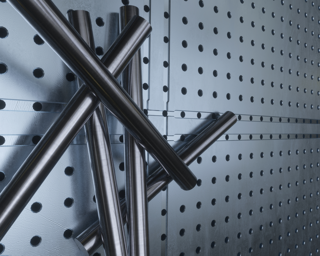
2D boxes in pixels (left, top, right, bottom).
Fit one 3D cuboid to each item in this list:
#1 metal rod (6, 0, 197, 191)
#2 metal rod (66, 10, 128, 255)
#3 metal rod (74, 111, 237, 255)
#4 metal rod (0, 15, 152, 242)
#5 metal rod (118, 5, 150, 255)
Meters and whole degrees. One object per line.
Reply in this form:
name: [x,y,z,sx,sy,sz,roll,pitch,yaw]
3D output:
metal rod: [-0.033,-0.015,0.314,0.300,0.025,0.025,51,59,-41]
metal rod: [-0.065,0.024,0.335,0.025,0.025,0.298,-9,90,-40]
metal rod: [0.015,0.057,0.423,0.302,0.025,0.025,-36,113,-34]
metal rod: [-0.098,0.011,0.297,0.025,0.025,0.300,42,74,-33]
metal rod: [-0.031,0.004,0.364,0.025,0.025,0.298,2,83,-40]
